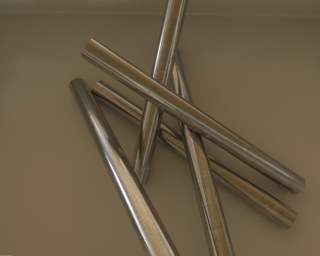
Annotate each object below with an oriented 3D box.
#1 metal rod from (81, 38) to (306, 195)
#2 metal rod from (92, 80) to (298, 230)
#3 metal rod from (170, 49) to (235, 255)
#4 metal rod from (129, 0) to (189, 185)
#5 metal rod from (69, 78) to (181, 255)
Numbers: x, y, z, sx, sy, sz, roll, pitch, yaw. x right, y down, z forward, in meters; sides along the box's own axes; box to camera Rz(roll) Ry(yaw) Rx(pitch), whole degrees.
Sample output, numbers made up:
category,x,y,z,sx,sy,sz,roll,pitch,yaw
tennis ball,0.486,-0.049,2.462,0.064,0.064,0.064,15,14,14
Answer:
category,x,y,z,sx,sy,sz,roll,pitch,yaw
metal rod,0.046,-0.008,0.361,0.301,0.025,0.025,33,72,-10
metal rod,0.035,0.028,0.399,0.300,0.025,0.025,34,74,11
metal rod,0.038,0.004,0.383,0.025,0.025,0.299,-9,61,-4
metal rod,0.005,-0.078,0.374,0.025,0.025,0.298,13,95,4
metal rod,-0.049,0.033,0.334,0.025,0.025,0.300,-27,48,-9
